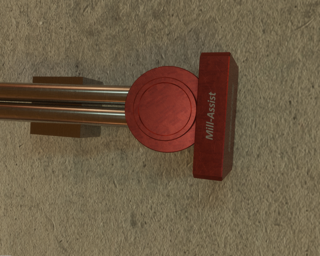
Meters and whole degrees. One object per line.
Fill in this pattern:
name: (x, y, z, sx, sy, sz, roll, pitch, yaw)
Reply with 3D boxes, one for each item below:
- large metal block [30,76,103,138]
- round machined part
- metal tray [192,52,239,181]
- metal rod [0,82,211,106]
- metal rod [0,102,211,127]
large metal block: (-0.131, -0.029, 0.438, 0.080, 0.050, 0.079, 4, 91, 19)
round machined part: (0.008, -0.021, 0.346, 0.098, 0.042, 0.097, 0, 92, 9)
metal tray: (0.066, -0.012, 0.351, 0.030, 0.090, 0.129, 4, 91, 20)
metal rod: (-0.081, -0.042, 0.389, 0.302, 0.025, 0.025, 3, 91, 7)
metal rod: (-0.082, -0.015, 0.390, 0.302, 0.025, 0.025, 3, 91, 7)
